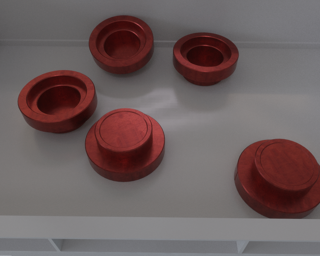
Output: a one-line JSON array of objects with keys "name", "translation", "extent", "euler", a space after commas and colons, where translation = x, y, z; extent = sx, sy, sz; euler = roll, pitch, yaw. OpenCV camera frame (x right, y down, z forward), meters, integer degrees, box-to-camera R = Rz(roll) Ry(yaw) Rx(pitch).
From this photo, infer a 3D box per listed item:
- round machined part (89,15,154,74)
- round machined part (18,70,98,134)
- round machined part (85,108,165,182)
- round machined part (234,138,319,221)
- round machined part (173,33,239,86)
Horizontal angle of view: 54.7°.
[{"name": "round machined part", "translation": [-0.058, -0.126, 0.488], "extent": [0.099, 0.042, 0.098], "euler": [-1, 66, 2]}, {"name": "round machined part", "translation": [-0.134, -0.031, 0.419], "extent": [0.099, 0.042, 0.098], "euler": [0, 50, 0]}, {"name": "round machined part", "translation": [-0.043, 0.013, 0.382], "extent": [0.099, 0.042, 0.098], "euler": [0, 50, 0]}, {"name": "round machined part", "translation": [0.138, 0.051, 0.352], "extent": [0.099, 0.042, 0.098], "euler": [0, 50, 0]}, {"name": "round machined part", "translation": [0.069, -0.103, 0.481], "extent": [0.099, 0.042, 0.098], "euler": [0, 50, 0]}]
